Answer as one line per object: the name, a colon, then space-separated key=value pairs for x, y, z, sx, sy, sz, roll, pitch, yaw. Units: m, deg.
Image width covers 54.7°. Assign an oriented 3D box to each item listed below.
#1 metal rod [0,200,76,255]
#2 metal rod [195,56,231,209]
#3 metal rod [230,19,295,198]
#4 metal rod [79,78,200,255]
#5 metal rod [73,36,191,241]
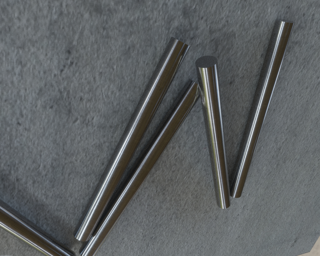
metal rod: x=-0.194 y=0.093 z=0.358 sx=0.025 sy=0.025 sz=0.299 roll=-35 pitch=129 yaw=-5
metal rod: x=0.084 y=0.029 z=0.453 sx=0.025 sy=0.025 sz=0.299 roll=-27 pitch=134 yaw=-12
metal rod: x=0.150 y=-0.013 z=0.483 sx=0.025 sy=0.025 sz=0.298 roll=-7 pitch=122 yaw=-25
metal rod: x=-0.031 y=0.065 z=0.431 sx=0.025 sy=0.025 sz=0.299 roll=23 pitch=106 yaw=-37
metal rod: x=-0.043 y=0.026 z=0.400 sx=0.025 sy=0.025 sz=0.298 roll=17 pitch=110 yaw=-35
